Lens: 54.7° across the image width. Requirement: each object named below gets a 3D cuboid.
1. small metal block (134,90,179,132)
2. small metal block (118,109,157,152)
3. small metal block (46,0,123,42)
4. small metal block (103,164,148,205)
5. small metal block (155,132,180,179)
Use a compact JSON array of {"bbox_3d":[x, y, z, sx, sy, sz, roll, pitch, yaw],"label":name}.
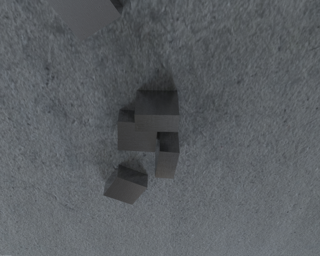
[{"bbox_3d":[-0.004,-0.021,0.373,0.050,0.050,0.025,1,130,-1],"label":"small metal block"},{"bbox_3d":[-0.030,0.004,0.411,0.050,0.025,0.050,4,130,-4],"label":"small metal block"},{"bbox_3d":[-0.072,-0.122,0.302,0.050,0.025,0.050,-26,126,20],"label":"small metal block"},{"bbox_3d":[-0.053,0.089,0.482,0.050,0.025,0.050,24,126,-19],"label":"small metal block"},{"bbox_3d":[0.009,0.033,0.419,0.025,0.050,0.050,5,130,-5],"label":"small metal block"}]
